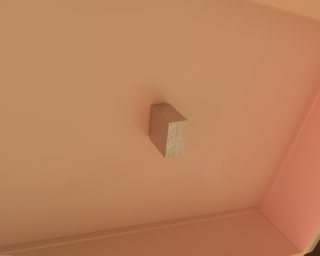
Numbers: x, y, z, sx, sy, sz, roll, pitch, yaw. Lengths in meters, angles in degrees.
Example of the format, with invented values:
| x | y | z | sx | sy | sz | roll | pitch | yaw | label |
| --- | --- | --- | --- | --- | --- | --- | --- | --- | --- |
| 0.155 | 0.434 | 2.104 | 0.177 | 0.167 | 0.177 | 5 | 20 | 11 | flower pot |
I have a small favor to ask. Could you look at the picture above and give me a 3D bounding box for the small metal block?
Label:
| x | y | z | sx | sy | sz | roll | pitch | yaw | label |
| --- | --- | --- | --- | --- | --- | --- | --- | --- | --- |
| 0.009 | 0.003 | 0.394 | 0.025 | 0.050 | 0.050 | -9 | 122 | -24 | small metal block |
